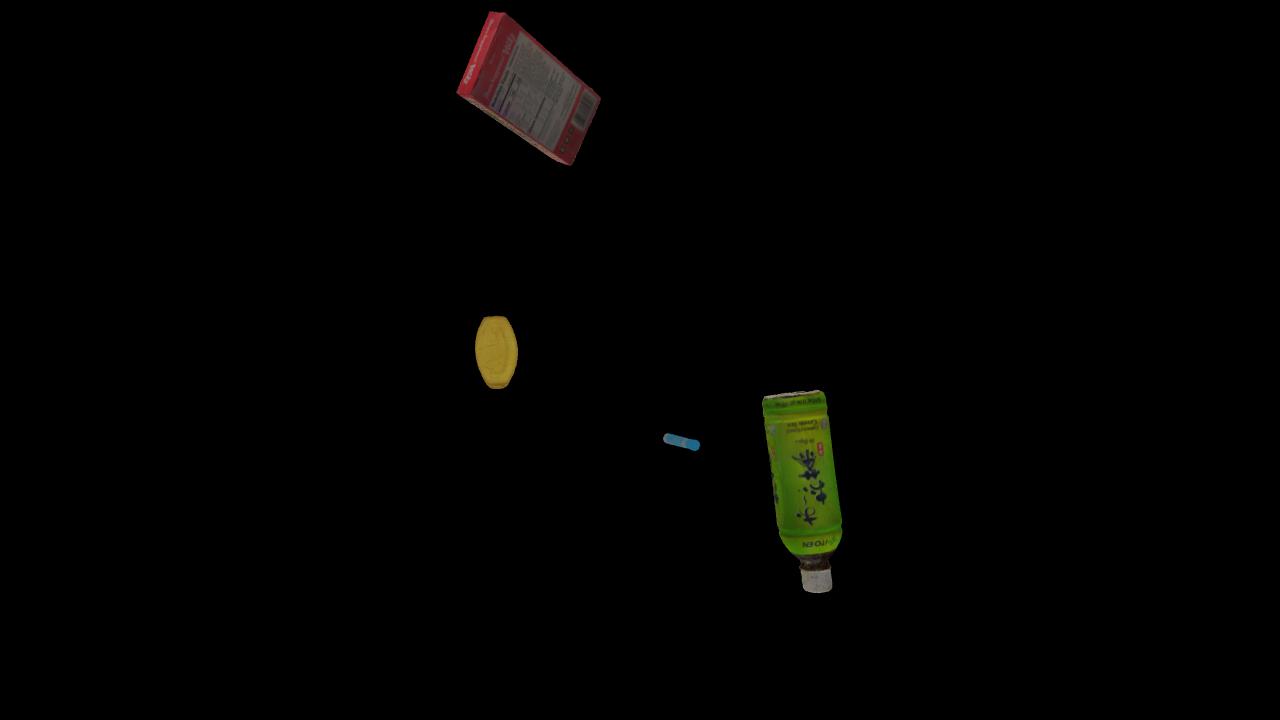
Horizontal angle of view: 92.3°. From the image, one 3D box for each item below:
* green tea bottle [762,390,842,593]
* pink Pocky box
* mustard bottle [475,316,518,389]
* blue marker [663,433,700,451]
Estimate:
[{"bbox_3d":[0.179,0.140,0.664,0.073,0.212,0.073,-8,-4,-1],"label":"green tea bottle"},{"bbox_3d":[-0.110,-0.274,0.637,0.029,0.084,0.155,27,6,33],"label":"pink Pocky box"},{"bbox_3d":[-0.202,-0.004,0.870,0.054,0.092,0.184,-9,-4,-13],"label":"mustard bottle"},{"bbox_3d":[0.072,0.143,1.072,0.020,0.020,0.121,0,-1,-21],"label":"blue marker"}]
